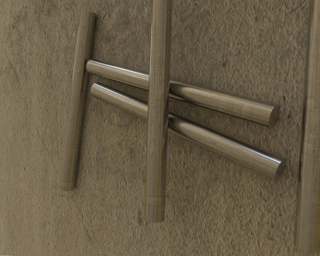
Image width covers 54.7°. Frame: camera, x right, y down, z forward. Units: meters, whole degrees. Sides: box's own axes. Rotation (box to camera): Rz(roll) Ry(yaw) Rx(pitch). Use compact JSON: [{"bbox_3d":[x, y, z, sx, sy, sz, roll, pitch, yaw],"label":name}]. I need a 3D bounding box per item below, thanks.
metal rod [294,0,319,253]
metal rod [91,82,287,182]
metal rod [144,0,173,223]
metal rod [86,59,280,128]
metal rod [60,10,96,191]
[{"bbox_3d":[0.146,-0.038,0.284,0.025,0.025,0.298,5,93,40],"label":"metal rod"},{"bbox_3d":[0.010,-0.009,0.396,0.300,0.025,0.025,25,106,37],"label":"metal rod"},{"bbox_3d":[-0.002,-0.038,0.372,0.025,0.025,0.298,3,92,40],"label":"metal rod"},{"bbox_3d":[0.004,-0.055,0.401,0.300,0.025,0.025,21,104,38],"label":"metal rod"},{"bbox_3d":[-0.139,-0.041,0.519,0.025,0.025,0.298,15,99,39],"label":"metal rod"}]
